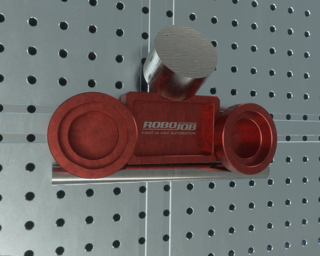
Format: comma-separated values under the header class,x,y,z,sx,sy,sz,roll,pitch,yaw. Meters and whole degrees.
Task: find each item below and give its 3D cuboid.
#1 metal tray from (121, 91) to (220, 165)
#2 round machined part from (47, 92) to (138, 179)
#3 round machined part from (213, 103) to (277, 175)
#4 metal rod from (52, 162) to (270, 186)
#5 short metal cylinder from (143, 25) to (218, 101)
class,x,y,z,sx,sy,sz,roll,pitch,yaw
metal tray,0.015,0.001,0.411,0.131,0.030,0.089,1,90,-21
round machined part,-0.078,0.009,0.366,0.099,0.042,0.097,1,87,-12
round machined part,0.114,0.015,0.436,0.099,0.042,0.097,1,88,-28
metal rod,0.015,0.059,0.414,0.302,0.025,0.025,2,90,-20
short metal cylinder,0.024,-0.081,0.389,0.081,0.050,0.080,9,61,-16
